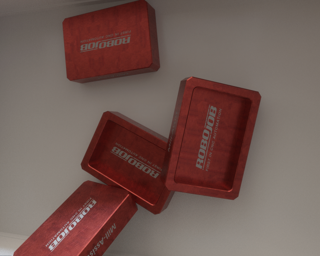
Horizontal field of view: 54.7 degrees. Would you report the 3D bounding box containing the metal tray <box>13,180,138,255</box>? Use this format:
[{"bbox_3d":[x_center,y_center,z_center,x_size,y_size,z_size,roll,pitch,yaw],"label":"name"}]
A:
[{"bbox_3d":[-0.100,0.126,0.381,0.090,0.131,0.030,5,129,39],"label":"metal tray"}]

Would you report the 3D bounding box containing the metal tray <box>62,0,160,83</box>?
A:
[{"bbox_3d":[-0.069,-0.117,0.431,0.130,0.030,0.089,-6,88,19],"label":"metal tray"}]

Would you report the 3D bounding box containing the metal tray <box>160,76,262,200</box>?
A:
[{"bbox_3d":[0.058,0.013,0.364,0.091,0.030,0.129,11,94,-11],"label":"metal tray"}]

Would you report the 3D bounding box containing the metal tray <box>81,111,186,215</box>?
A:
[{"bbox_3d":[-0.034,0.044,0.418,0.130,0.030,0.090,28,99,17],"label":"metal tray"}]
